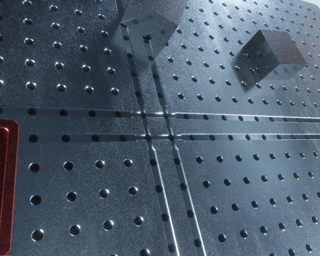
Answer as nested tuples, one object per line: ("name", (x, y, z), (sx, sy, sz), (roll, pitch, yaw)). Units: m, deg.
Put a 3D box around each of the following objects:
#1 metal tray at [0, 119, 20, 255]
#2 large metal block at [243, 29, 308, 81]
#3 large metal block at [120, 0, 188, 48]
("metal tray", (-0.179, 0.053, 0.276), (0.091, 0.030, 0.130), (5, 60, -26))
("large metal block", (0.220, -0.139, 0.595), (0.081, 0.050, 0.080), (-7, 65, -31))
("large metal block", (-0.007, -0.192, 0.505), (0.080, 0.050, 0.080), (27, 52, -11))
